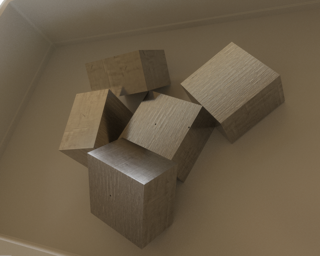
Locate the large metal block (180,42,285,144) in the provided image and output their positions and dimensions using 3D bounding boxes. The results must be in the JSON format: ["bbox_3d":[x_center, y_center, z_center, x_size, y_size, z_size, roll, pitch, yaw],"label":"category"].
[{"bbox_3d":[0.085,-0.043,0.368,0.080,0.050,0.080,-39,51,1],"label":"large metal block"}]

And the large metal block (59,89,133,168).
[{"bbox_3d":[-0.074,0.008,0.401,0.050,0.080,0.080,-5,59,25],"label":"large metal block"}]

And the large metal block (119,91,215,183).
[{"bbox_3d":[0.007,0.008,0.379,0.080,0.050,0.080,21,73,35],"label":"large metal block"}]

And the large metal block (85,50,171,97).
[{"bbox_3d":[-0.041,-0.074,0.426,0.080,0.080,0.050,-8,100,25],"label":"large metal block"}]

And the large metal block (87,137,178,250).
[{"bbox_3d":[-0.031,0.067,0.334,0.080,0.079,0.050,22,31,34],"label":"large metal block"}]
